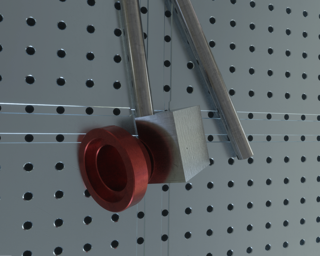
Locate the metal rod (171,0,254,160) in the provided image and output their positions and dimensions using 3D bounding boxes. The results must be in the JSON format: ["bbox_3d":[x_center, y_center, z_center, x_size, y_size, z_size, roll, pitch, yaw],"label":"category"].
[{"bbox_3d":[0.066,-0.093,0.438,0.025,0.025,0.299,-28,99,-18],"label":"metal rod"}]

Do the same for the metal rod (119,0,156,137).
[{"bbox_3d":[-0.028,-0.083,0.402,0.025,0.025,0.298,-9,93,-20],"label":"metal rod"}]

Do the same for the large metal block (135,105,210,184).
[{"bbox_3d":[0.019,0.018,0.386,0.080,0.050,0.079,-18,99,-60],"label":"large metal block"}]

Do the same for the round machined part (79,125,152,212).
[{"bbox_3d":[-0.049,0.044,0.363,0.042,0.098,0.097,-15,96,-47],"label":"round machined part"}]
